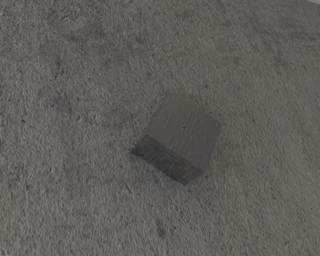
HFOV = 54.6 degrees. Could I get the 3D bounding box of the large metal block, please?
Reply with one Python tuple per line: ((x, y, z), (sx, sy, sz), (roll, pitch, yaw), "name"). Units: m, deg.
((0.023, 0.012, 0.392), (0.080, 0.050, 0.080), (34, 51, -6), "large metal block")
